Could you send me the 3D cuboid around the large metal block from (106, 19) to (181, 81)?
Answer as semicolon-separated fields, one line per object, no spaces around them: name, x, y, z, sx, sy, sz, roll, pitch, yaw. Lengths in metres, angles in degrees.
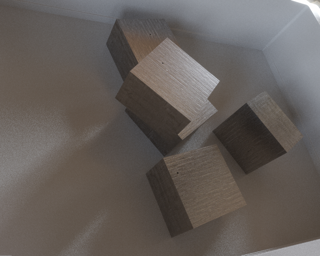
large metal block;-0.020;-0.108;0.445;0.081;0.050;0.080;-14;69;-34

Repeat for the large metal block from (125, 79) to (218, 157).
large metal block;0.015;-0.023;0.411;0.080;0.050;0.081;49;51;6

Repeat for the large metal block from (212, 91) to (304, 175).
large metal block;0.136;0.008;0.438;0.050;0.080;0.080;-30;78;-37

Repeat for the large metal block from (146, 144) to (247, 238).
large metal block;0.041;0.072;0.368;0.081;0.050;0.080;-11;68;-33

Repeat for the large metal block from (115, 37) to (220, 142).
large metal block;0.010;-0.045;0.358;0.080;0.050;0.080;39;51;-2
